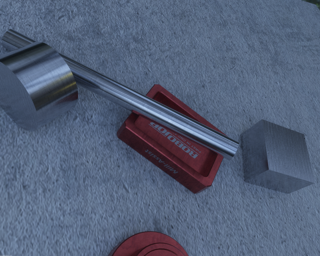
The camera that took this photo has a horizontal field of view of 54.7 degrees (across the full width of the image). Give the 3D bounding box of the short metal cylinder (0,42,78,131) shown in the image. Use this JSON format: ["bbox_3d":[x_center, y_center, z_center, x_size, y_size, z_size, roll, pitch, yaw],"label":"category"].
[{"bbox_3d":[-0.133,-0.043,0.324,0.080,0.080,0.050,47,51,4],"label":"short metal cylinder"}]

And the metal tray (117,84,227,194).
[{"bbox_3d":[0.021,0.012,0.406,0.130,0.030,0.090,37,51,-4],"label":"metal tray"}]

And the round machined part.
[{"bbox_3d":[-0.006,0.150,0.300,0.099,0.042,0.098,14,56,-21],"label":"round machined part"}]

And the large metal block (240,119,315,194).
[{"bbox_3d":[0.170,0.043,0.455,0.081,0.050,0.080,17,55,-19],"label":"large metal block"}]

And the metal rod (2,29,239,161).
[{"bbox_3d":[-0.047,-0.040,0.369,0.301,0.025,0.025,27,52,1],"label":"metal rod"}]
